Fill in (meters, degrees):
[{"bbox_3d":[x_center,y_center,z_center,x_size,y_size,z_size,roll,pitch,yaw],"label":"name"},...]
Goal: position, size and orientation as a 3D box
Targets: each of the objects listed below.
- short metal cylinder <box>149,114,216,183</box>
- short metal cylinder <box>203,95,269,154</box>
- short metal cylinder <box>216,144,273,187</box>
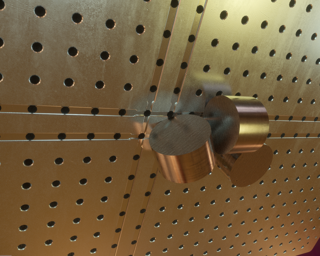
[{"bbox_3d":[0.031,0.026,0.408,0.080,0.080,0.050,-26,128,-12],"label":"short metal cylinder"},{"bbox_3d":[0.102,-0.005,0.428,0.050,0.080,0.079,-1,119,-28],"label":"short metal cylinder"},{"bbox_3d":[0.131,0.047,0.496,0.081,0.050,0.079,-14,124,-21],"label":"short metal cylinder"}]
